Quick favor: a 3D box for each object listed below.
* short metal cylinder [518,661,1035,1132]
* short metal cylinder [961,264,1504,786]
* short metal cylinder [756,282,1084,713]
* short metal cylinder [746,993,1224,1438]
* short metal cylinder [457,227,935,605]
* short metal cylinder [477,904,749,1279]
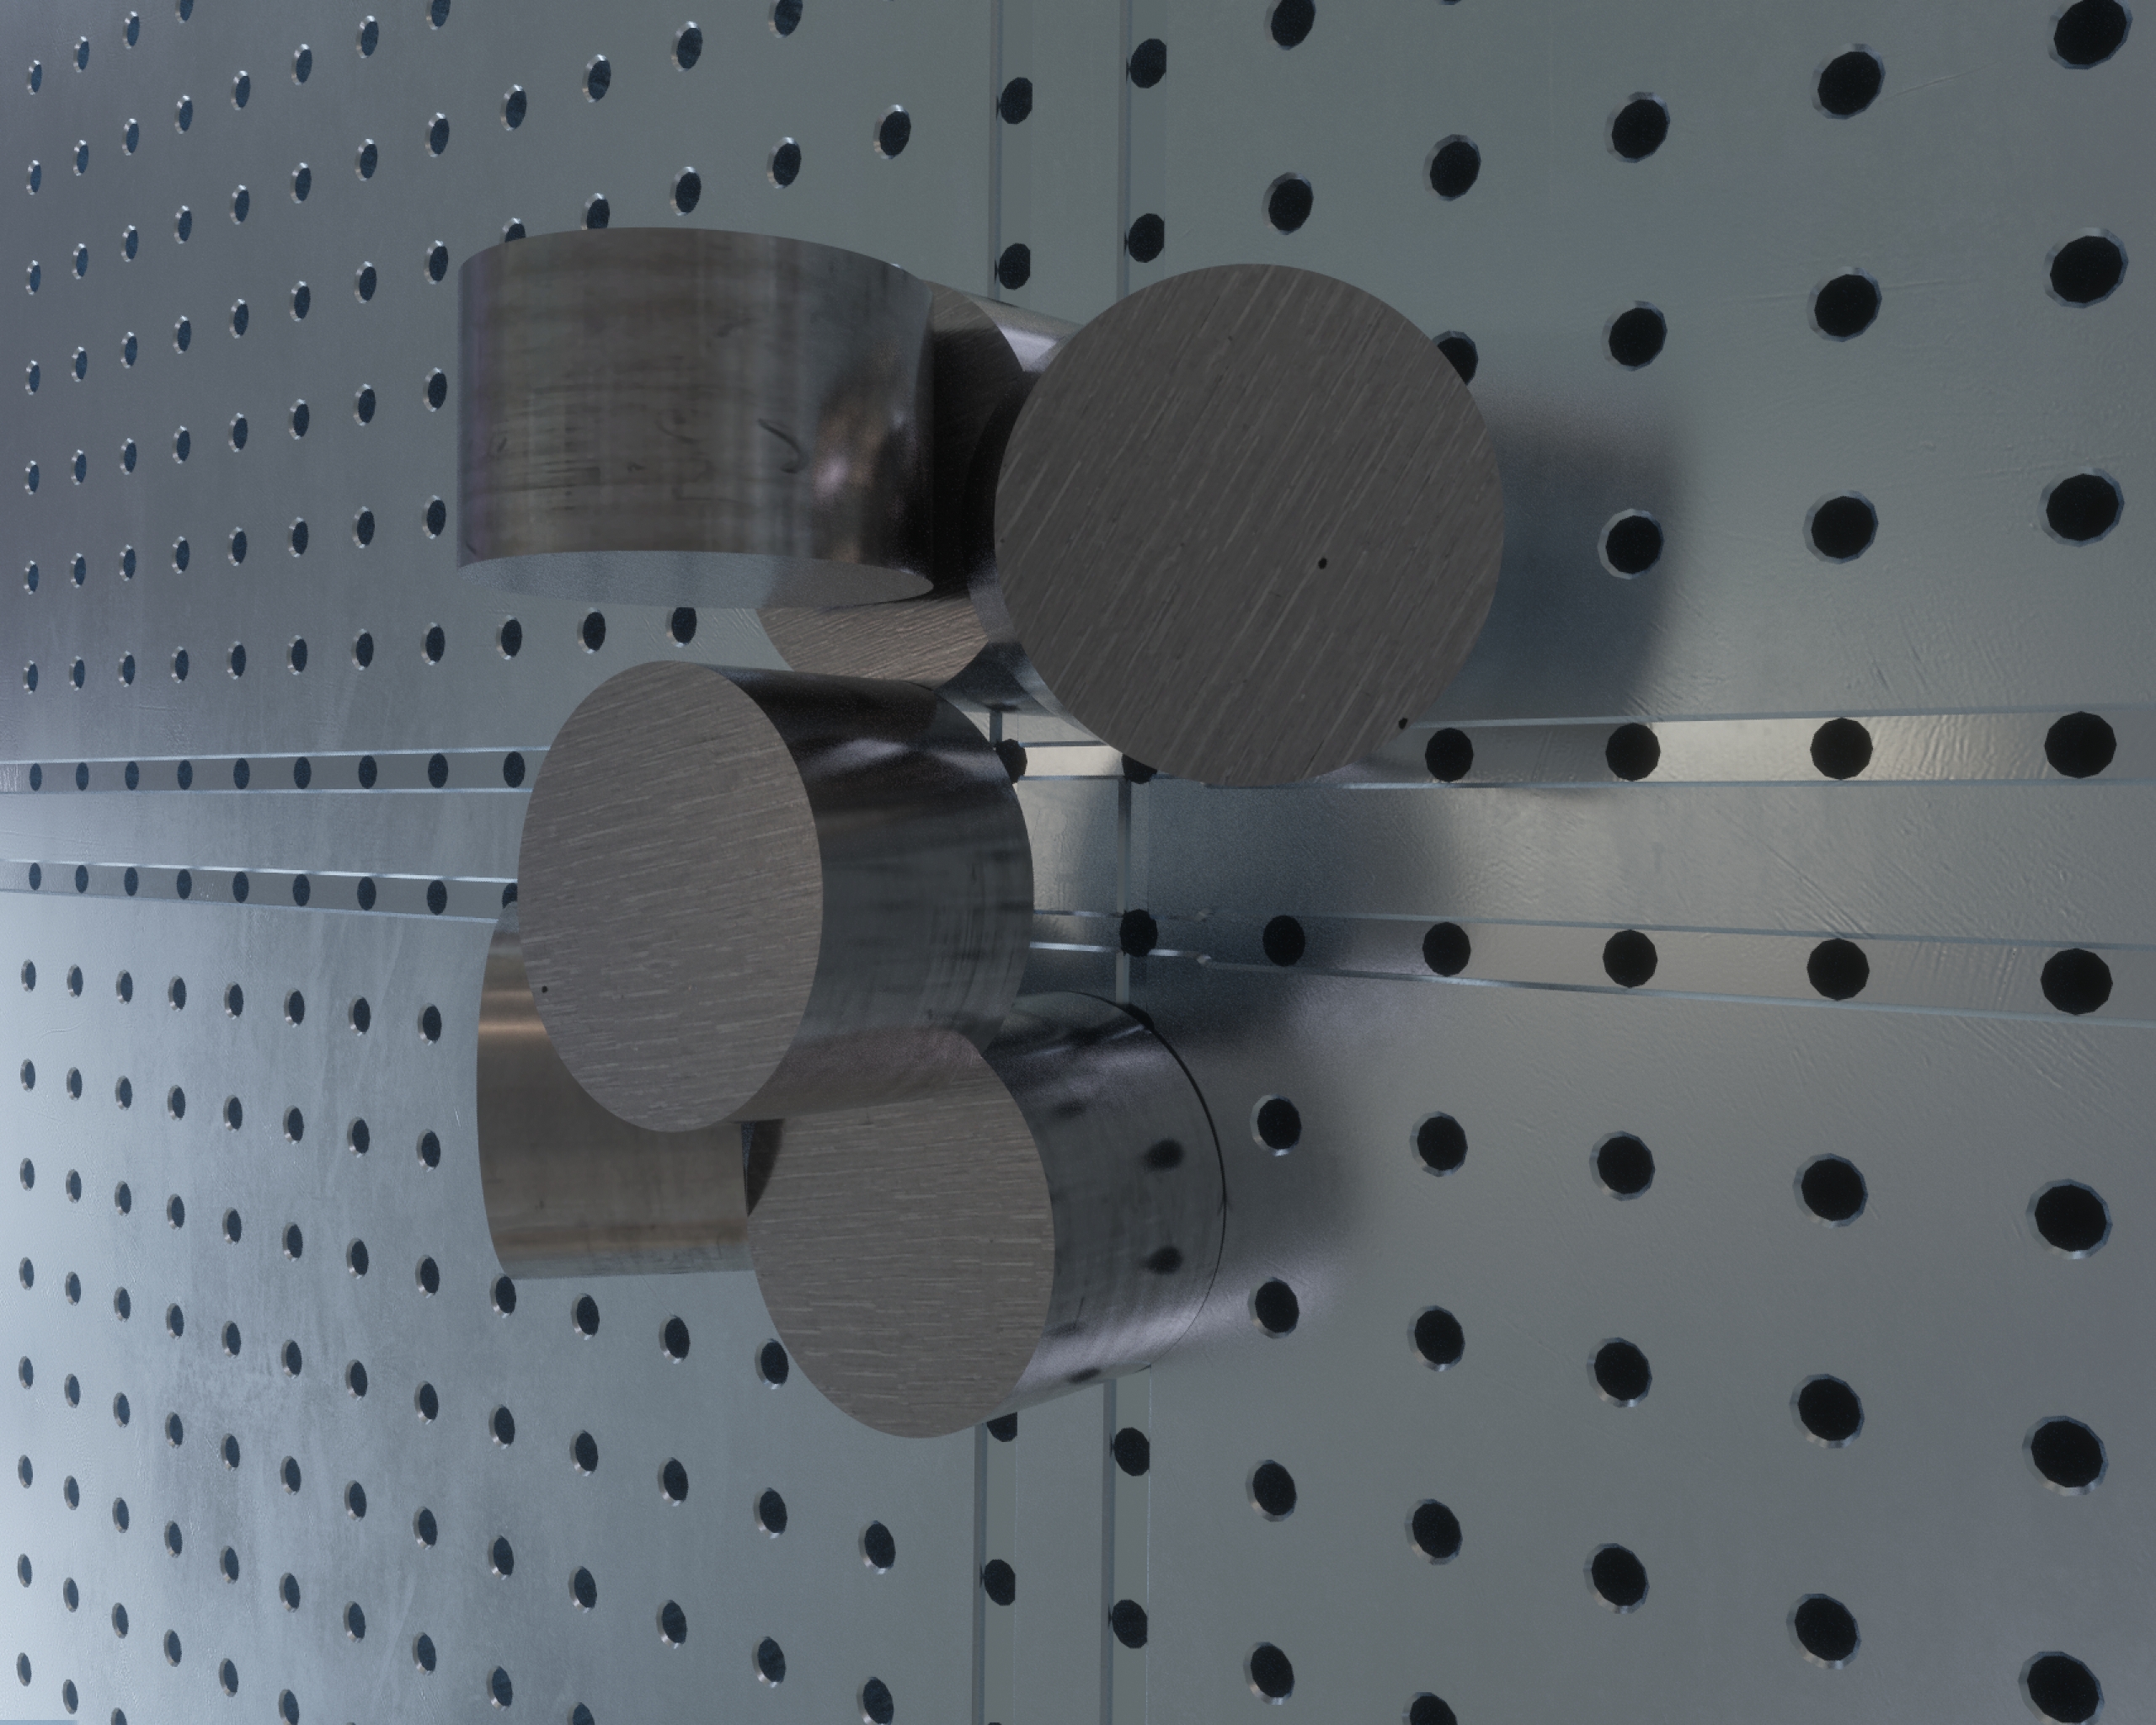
[{"bbox_3d":[-0.055,0.006,0.372,0.080,0.050,0.079,0,90,40],"label":"short metal cylinder"},{"bbox_3d":[0.023,-0.055,0.345,0.050,0.081,0.079,-138,56,-78],"label":"short metal cylinder"},{"bbox_3d":[-0.021,-0.069,0.410,0.080,0.050,0.079,1,91,40],"label":"short metal cylinder"},{"bbox_3d":[-0.019,0.067,0.408,0.080,0.050,0.079,1,91,39],"label":"short metal cylinder"},{"bbox_3d":[-0.065,-0.073,0.360,0.080,0.081,0.050,1,91,40],"label":"short metal cylinder"},{"bbox_3d":[-0.093,0.047,0.444,0.050,0.080,0.080,-2,89,-4],"label":"short metal cylinder"}]
